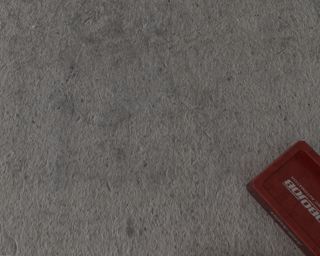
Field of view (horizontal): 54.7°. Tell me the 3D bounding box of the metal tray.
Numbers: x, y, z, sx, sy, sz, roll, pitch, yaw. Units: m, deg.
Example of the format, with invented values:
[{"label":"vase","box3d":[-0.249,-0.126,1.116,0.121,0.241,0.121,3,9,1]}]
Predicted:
[{"label":"metal tray","box3d":[0.183,0.091,0.373,0.090,0.030,0.130,-37,74,-13]}]
